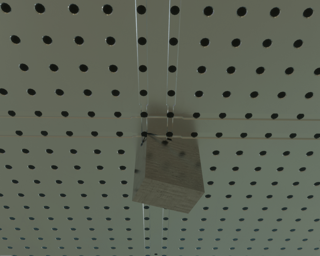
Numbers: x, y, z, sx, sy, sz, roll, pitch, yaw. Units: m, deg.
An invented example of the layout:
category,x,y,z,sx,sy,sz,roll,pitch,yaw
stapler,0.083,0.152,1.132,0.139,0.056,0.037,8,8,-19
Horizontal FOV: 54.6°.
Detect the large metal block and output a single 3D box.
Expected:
category,x,y,z,sx,sy,sz,roll,pitch,yaw
large metal block,0.010,0.063,0.429,0.080,0.080,0.050,17,128,-14
